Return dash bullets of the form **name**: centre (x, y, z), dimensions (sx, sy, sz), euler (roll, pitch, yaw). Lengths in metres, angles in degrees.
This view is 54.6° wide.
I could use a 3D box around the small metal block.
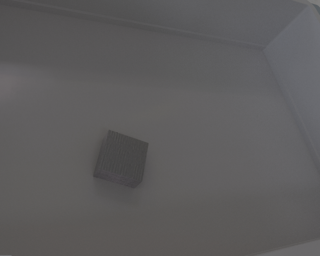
- **small metal block**: centre (-0.044, 0.036, 0.359), dimensions (0.050, 0.025, 0.050), euler (20, 54, -17)
